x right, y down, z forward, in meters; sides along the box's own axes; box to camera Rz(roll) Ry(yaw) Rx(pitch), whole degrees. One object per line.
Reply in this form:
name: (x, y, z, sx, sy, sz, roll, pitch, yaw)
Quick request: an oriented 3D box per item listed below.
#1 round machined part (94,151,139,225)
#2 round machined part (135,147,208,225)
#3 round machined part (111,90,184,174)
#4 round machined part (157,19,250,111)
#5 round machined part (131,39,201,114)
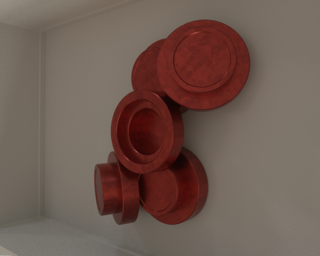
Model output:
round machined part: (-0.062, 0.080, 0.415, 0.098, 0.042, 0.097, 177, 90, -69)
round machined part: (0.007, 0.072, 0.386, 0.098, 0.042, 0.097, 0, 90, 39)
round machined part: (-0.011, 0.004, 0.372, 0.098, 0.042, 0.097, 0, 90, 39)
round machined part: (0.045, -0.068, 0.328, 0.098, 0.042, 0.097, 0, 87, 9)
round machined part: (0.002, -0.064, 0.390, 0.098, 0.042, 0.097, 0, 90, 39)
